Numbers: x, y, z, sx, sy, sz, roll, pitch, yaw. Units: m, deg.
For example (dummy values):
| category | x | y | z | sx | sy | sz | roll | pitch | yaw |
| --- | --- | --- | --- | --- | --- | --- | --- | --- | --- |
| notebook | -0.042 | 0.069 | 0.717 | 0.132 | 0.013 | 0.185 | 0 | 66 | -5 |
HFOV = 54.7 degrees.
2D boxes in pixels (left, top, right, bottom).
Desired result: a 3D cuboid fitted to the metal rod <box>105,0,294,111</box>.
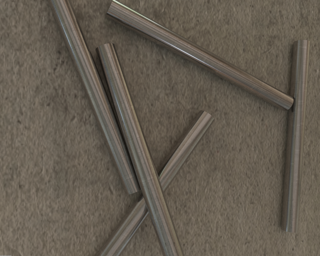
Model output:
| category | x | y | z | sx | sy | sz | roll | pitch | yaw |
| --- | --- | --- | --- | --- | --- | --- | --- | --- | --- |
| metal rod | 0.068 | -0.094 | 0.435 | 0.302 | 0.025 | 0.025 | 23 | 82 | -19 |

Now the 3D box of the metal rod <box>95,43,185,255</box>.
| category | x | y | z | sx | sy | sz | roll | pitch | yaw |
| --- | --- | --- | --- | --- | --- | --- | --- | --- | --- |
| metal rod | -0.021 | 0.042 | 0.381 | 0.025 | 0.025 | 0.298 | -18 | 89 | -20 |

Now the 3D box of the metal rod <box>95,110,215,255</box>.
| category | x | y | z | sx | sy | sz | roll | pitch | yaw |
| --- | --- | --- | --- | --- | --- | --- | --- | --- | --- |
| metal rod | -0.021 | 0.101 | 0.402 | 0.025 | 0.025 | 0.300 | 40 | 77 | -16 |

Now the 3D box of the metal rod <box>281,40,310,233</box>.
| category | x | y | z | sx | sy | sz | roll | pitch | yaw |
| --- | --- | --- | --- | --- | --- | --- | --- | --- | --- |
| metal rod | 0.215 | 0.012 | 0.490 | 0.025 | 0.025 | 0.298 | 5 | 88 | -20 |

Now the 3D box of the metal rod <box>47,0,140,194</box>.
| category | x | y | z | sx | sy | sz | roll | pitch | yaw |
| --- | --- | --- | --- | --- | --- | --- | --- | --- | --- |
| metal rod | -0.085 | -0.059 | 0.378 | 0.025 | 0.025 | 0.298 | -23 | 98 | -19 |
